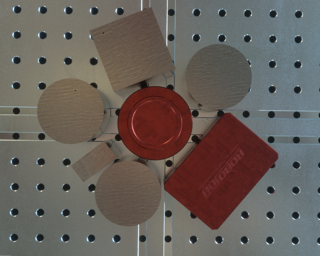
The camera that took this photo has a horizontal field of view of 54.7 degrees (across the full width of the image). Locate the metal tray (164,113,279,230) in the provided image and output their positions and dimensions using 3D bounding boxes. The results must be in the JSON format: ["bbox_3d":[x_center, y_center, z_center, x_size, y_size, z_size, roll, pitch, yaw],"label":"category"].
[{"bbox_3d":[0.079,0.055,0.410,0.090,0.030,0.130,41,89,0],"label":"metal tray"}]

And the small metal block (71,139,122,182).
[{"bbox_3d":[-0.080,0.041,0.399,0.050,0.050,0.025,-37,90,0],"label":"small metal block"}]

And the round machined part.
[{"bbox_3d":[-0.006,-0.006,0.404,0.099,0.042,0.097,0,90,0],"label":"round machined part"}]

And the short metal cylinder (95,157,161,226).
[{"bbox_3d":[-0.038,0.079,0.400,0.081,0.050,0.080,0,90,0],"label":"short metal cylinder"}]

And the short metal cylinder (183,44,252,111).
[{"bbox_3d":[0.071,-0.062,0.401,0.081,0.050,0.080,0,90,0],"label":"short metal cylinder"}]

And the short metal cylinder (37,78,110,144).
[{"bbox_3d":[-0.108,-0.020,0.399,0.081,0.050,0.080,0,90,0],"label":"short metal cylinder"}]

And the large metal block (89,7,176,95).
[{"bbox_3d":[-0.033,-0.096,0.400,0.080,0.050,0.080,-21,90,0],"label":"large metal block"}]
